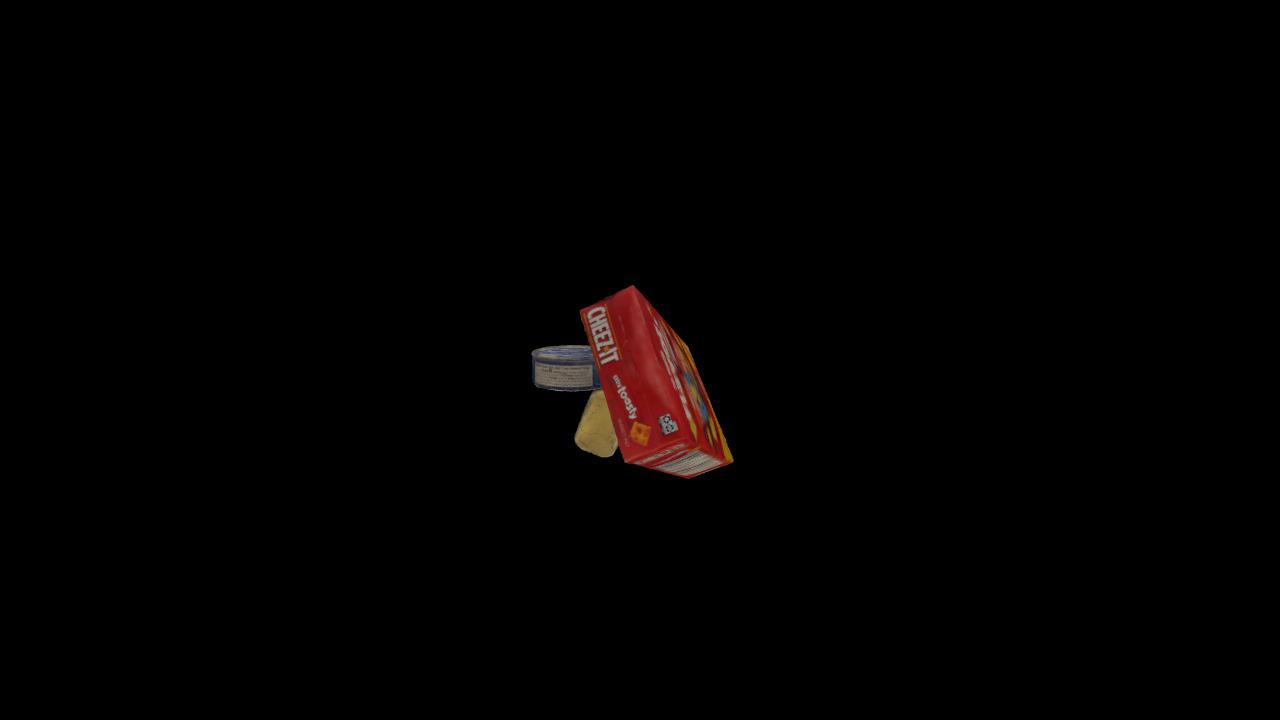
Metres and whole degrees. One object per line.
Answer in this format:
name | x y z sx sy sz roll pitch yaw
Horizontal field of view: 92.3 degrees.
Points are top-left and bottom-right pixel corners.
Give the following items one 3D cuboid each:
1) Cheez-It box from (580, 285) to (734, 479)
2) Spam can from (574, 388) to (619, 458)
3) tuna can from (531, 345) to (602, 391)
Cheez-It box | 0.025 0.037 0.676 0.071 0.166 0.223 -24 -21 12
Spam can | -0.034 0.053 0.739 0.058 0.101 0.085 23 34 0
tuna can | -0.069 0.007 0.632 0.084 0.034 0.084 1 11 0
